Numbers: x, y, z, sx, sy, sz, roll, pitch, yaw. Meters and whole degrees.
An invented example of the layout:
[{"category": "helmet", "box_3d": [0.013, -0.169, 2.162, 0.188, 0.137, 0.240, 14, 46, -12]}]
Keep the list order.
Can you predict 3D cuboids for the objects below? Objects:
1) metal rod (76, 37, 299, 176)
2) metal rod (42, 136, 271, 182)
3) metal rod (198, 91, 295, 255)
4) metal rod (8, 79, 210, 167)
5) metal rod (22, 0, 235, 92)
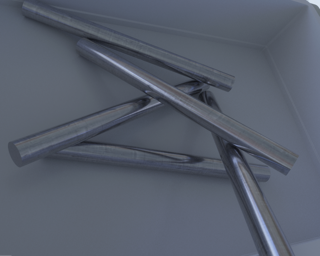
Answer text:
[{"category": "metal rod", "box_3d": [0.015, -0.036, 0.367, 0.300, 0.025, 0.025, 32, 48, 20]}, {"category": "metal rod", "box_3d": [0.013, 0.042, 0.386, 0.302, 0.025, 0.025, 10, 58, -23]}, {"category": "metal rod", "box_3d": [0.081, 0.032, 0.346, 0.025, 0.025, 0.300, 21, 27, -16]}, {"category": "metal rod", "box_3d": [-0.031, -0.023, 0.382, 0.302, 0.025, 0.025, -25, 76, -43]}, {"category": "metal rod", "box_3d": [-0.036, -0.113, 0.434, 0.302, 0.025, 0.025, 19, 54, -10]}]
